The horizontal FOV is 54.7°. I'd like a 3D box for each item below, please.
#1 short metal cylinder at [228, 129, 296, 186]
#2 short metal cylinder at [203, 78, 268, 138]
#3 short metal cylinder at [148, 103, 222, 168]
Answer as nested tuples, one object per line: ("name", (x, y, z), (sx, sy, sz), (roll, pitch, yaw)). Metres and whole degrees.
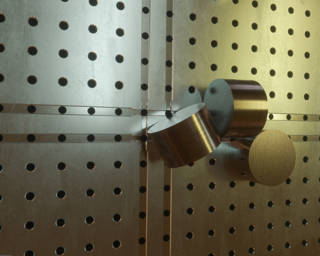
("short metal cylinder", (0.149, 0.041, 0.454), (0.081, 0.050, 0.079), (0, 90, -20))
("short metal cylinder", (0.100, -0.026, 0.420), (0.050, 0.080, 0.079), (-1, 90, -20))
("short metal cylinder", (0.032, 0.008, 0.395), (0.080, 0.080, 0.050), (-31, 100, -17))
